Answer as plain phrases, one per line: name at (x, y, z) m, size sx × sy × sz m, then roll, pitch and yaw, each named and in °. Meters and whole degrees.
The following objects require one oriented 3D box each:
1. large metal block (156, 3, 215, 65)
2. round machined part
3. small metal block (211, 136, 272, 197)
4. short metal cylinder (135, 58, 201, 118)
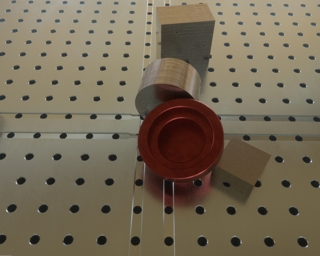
large metal block at (0.037, -0.147, 0.496) m, size 0.081 × 0.080 × 0.050 m, roll -7°, pitch 51°, yaw -6°
round machined part at (0.027, 0.017, 0.369) m, size 0.098 × 0.042 × 0.098 m, roll -4°, pitch 67°, yaw 11°
small metal block at (0.097, 0.045, 0.371) m, size 0.050 × 0.025 × 0.050 m, roll 28°, pitch 55°, yaw 21°
short metal cylinder at (0.012, -0.045, 0.410) m, size 0.080 × 0.080 × 0.050 m, roll 8°, pitch 50°, yaw 6°
